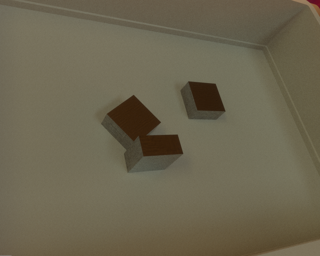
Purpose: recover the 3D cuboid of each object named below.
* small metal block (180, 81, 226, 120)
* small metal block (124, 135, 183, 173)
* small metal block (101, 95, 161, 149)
[{"bbox_3d":[0.064,-0.041,0.465,0.050,0.025,0.050,0,62,-28],"label":"small metal block"},{"bbox_3d":[-0.009,0.031,0.366,0.050,0.050,0.025,-1,62,-29],"label":"small metal block"},{"bbox_3d":[-0.036,-0.006,0.390,0.050,0.025,0.050,45,51,3],"label":"small metal block"}]
